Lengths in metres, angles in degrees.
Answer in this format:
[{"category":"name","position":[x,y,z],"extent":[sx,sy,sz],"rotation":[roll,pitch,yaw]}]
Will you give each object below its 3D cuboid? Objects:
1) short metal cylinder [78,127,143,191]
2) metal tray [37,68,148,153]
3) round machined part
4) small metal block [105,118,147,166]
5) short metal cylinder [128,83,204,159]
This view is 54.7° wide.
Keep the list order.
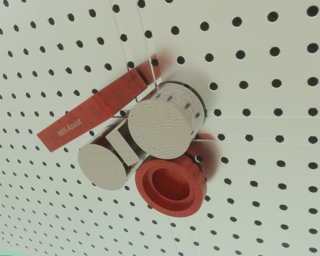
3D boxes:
[{"category":"short metal cylinder","position":[-0.072,0.045,0.456],"extent":[0.080,0.050,0.079],"rotation":[13,124,21]},{"category":"metal tray","position":[-0.087,-0.022,0.396],"extent":[0.130,0.090,0.030],"rotation":[-26,104,37]},{"category":"round machined part","position":[0.019,0.073,0.430],"extent":[0.098,0.042,0.097],"rotation":[13,124,21]},{"category":"small metal block","position":[-0.037,0.015,0.418],"extent":[0.025,0.050,0.050],"rotation":[-28,103,37]},{"category":"short metal cylinder","position":[0.008,-0.009,0.380],"extent":[0.080,0.050,0.079],"rotation":[13,124,21]}]
